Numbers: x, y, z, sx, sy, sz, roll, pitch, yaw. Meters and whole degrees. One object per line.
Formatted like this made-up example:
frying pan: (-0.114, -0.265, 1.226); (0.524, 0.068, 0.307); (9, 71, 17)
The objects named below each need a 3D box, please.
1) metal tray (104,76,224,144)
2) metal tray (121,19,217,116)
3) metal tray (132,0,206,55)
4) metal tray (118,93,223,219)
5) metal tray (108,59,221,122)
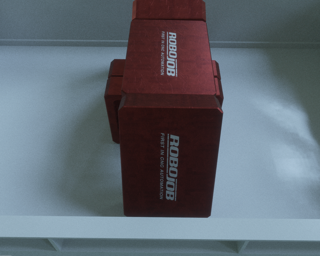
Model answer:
metal tray: (0.005, -0.019, 0.378); (0.131, 0.090, 0.030); (1, 50, 0)
metal tray: (0.009, -0.072, 0.343); (0.091, 0.030, 0.130); (1, 50, 0)
metal tray: (0.011, -0.124, 0.438); (0.091, 0.130, 0.030); (1, 71, 0)
metal tray: (0.009, 0.032, 0.306); (0.091, 0.129, 0.030); (1, 28, 0)
metal tray: (0.005, -0.043, 0.397); (0.131, 0.090, 0.030); (1, 50, 0)
